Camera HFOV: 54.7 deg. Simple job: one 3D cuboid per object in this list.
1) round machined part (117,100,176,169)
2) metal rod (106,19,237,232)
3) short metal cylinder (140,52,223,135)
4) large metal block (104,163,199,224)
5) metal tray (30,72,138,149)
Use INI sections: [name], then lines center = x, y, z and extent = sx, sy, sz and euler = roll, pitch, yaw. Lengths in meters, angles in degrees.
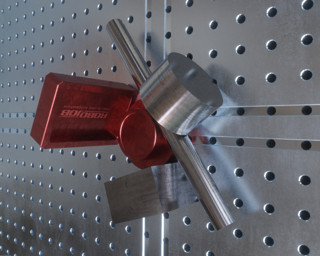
[round machined part]
center = -0.018, 0.008, 0.411
extent = 0.098, 0.042, 0.097
euler = 0, 90, 39
[metal rod]
center = 0.003, -0.020, 0.378
extent = 0.025, 0.025, 0.299
euler = -42, 65, 31
[short metal cylinder]
center = 0.024, -0.039, 0.350
extent = 0.050, 0.081, 0.080
euler = -44, 64, 31
[large metal block]
center = -0.007, 0.077, 0.377
extent = 0.080, 0.081, 0.050
euler = -24, 75, 37
[metal tray]
center = -0.098, -0.020, 0.420
extent = 0.030, 0.131, 0.089
euler = 34, 111, 34
